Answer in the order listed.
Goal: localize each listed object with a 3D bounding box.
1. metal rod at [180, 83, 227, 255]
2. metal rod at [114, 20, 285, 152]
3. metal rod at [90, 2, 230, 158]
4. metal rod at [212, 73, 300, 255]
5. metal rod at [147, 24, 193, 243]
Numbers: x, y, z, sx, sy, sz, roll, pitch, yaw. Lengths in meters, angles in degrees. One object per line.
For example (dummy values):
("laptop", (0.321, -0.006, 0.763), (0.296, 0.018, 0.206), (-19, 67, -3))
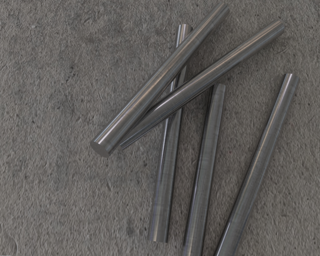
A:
("metal rod", (0.050, 0.082, 0.378), (0.025, 0.025, 0.299), (11, 70, 4))
("metal rod", (0.062, -0.066, 0.412), (0.302, 0.025, 0.025), (-36, 74, -20))
("metal rod", (0.016, -0.079, 0.399), (0.025, 0.025, 0.301), (31, 58, 11))
("metal rod", (0.118, 0.058, 0.387), (0.025, 0.025, 0.300), (24, 72, 8))
("metal rod", (0.017, -0.007, 0.410), (0.025, 0.025, 0.299), (7, 70, 2))
